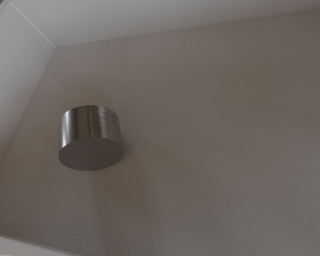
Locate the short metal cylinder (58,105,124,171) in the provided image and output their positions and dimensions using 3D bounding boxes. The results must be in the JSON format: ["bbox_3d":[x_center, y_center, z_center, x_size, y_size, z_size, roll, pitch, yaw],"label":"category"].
[{"bbox_3d":[-0.091,0.015,0.407,0.080,0.080,0.050,-23,54,14],"label":"short metal cylinder"}]
